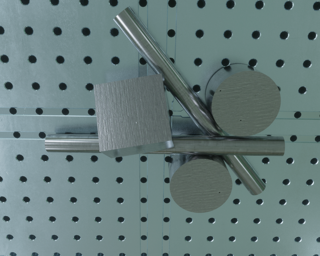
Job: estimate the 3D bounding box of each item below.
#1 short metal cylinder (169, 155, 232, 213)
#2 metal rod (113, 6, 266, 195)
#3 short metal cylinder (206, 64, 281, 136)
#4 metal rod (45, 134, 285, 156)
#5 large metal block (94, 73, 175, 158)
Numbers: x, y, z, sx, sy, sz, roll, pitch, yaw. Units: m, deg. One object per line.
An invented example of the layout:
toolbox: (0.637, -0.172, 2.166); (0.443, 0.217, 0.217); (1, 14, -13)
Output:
short metal cylinder: (0.053, 0.067, 0.421); (0.081, 0.050, 0.079); (0, 110, 0)
metal rod: (0.047, -0.023, 0.402); (0.025, 0.025, 0.300); (-36, 107, 12)
short metal cylinder: (0.100, -0.036, 0.384); (0.081, 0.050, 0.079); (0, 110, 0)
metal rod: (0.002, 0.021, 0.399); (0.302, 0.025, 0.025); (0, 110, 6)
large metal block: (-0.030, -0.012, 0.372); (0.080, 0.050, 0.080); (-9, 75, 3)
